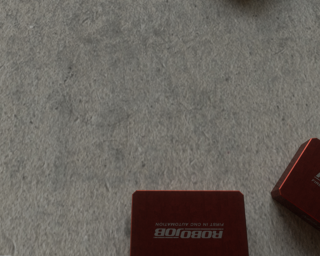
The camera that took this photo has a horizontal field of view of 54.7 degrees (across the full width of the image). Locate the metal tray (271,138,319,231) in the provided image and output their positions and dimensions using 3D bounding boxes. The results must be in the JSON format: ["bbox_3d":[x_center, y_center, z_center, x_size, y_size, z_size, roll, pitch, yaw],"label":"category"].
[{"bbox_3d":[0.217,0.084,0.377,0.130,0.030,0.090,36,73,11],"label":"metal tray"}]

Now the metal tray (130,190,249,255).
[{"bbox_3d":[0.033,0.120,0.362,0.131,0.030,0.090,0,70,-1],"label":"metal tray"}]
